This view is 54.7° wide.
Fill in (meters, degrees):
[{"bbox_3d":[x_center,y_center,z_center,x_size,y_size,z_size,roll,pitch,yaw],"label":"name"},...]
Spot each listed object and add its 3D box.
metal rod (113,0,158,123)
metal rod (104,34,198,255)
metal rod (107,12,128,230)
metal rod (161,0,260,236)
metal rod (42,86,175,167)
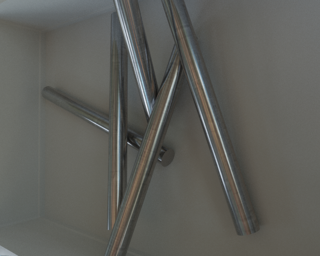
[{"bbox_3d":[-0.035,-0.128,0.326,0.025,0.025,0.298,19,137,38],"label":"metal rod"},{"bbox_3d":[-0.013,0.029,0.373,0.025,0.025,0.299,17,87,38],"label":"metal rod"},{"bbox_3d":[-0.057,-0.018,0.423,0.025,0.025,0.299,-11,75,39],"label":"metal rod"},{"bbox_3d":[0.050,-0.032,0.344,0.025,0.025,0.299,-22,82,37],"label":"metal rod"},{"bbox_3d":[-0.099,-0.014,0.485,0.300,0.025,0.025,25,106,36],"label":"metal rod"}]
